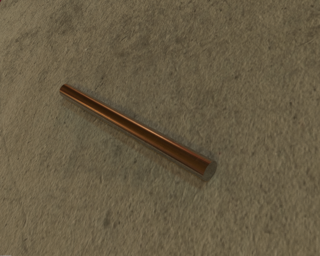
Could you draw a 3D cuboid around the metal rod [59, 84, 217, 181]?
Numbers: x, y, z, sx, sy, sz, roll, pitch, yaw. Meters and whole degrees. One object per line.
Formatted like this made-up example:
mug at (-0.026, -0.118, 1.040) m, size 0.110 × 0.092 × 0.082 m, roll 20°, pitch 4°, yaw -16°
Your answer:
metal rod at (-0.051, -0.007, 0.433) m, size 0.300 × 0.025 × 0.025 m, roll 27°, pitch 77°, yaw 37°
